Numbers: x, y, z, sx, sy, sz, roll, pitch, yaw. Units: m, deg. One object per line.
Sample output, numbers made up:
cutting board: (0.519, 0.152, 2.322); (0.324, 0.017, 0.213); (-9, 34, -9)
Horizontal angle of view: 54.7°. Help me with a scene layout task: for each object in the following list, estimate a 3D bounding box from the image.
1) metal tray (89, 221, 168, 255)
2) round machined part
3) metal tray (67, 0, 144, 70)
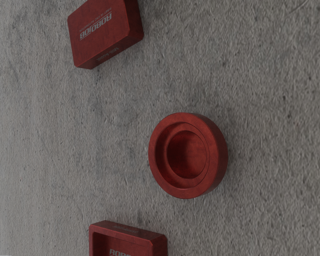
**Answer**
metal tray: (-0.049, 0.189, 0.441); (0.130, 0.030, 0.089); (-2, 89, 40)
round machined part: (0.036, 0.031, 0.364); (0.098, 0.042, 0.097); (0, 90, 40)
metal tray: (-0.088, -0.155, 0.474); (0.130, 0.030, 0.090); (-18, 79, 38)
